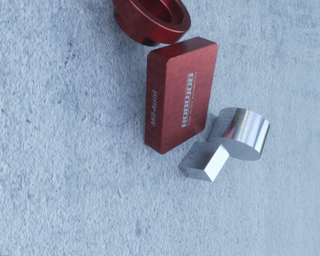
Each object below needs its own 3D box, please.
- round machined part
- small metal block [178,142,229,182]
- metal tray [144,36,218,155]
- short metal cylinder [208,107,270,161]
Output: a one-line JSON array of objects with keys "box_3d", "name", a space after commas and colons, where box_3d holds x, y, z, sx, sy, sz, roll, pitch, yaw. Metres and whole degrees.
[{"box_3d": [-0.015, -0.135, 0.365, 0.099, 0.042, 0.098, 23, 46, -26], "name": "round machined part"}, {"box_3d": [0.062, 0.047, 0.443, 0.050, 0.050, 0.025, -51, 121, -28], "name": "small metal block"}, {"box_3d": [0.025, -0.039, 0.387, 0.091, 0.030, 0.129, -28, 136, -37], "name": "metal tray"}, {"box_3d": [0.121, 0.010, 0.473, 0.080, 0.080, 0.050, 36, 68, -35], "name": "short metal cylinder"}]
